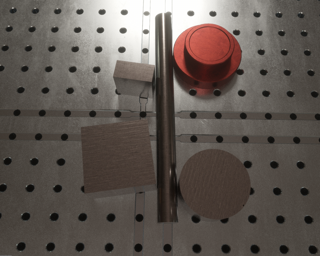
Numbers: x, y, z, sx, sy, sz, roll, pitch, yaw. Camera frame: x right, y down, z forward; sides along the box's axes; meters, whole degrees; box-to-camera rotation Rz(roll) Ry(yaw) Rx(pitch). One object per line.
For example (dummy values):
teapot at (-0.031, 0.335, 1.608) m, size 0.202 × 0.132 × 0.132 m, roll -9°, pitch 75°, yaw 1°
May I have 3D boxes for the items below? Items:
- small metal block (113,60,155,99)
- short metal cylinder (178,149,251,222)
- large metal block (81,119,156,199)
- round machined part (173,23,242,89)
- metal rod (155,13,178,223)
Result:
small metal block at (-0.033, -0.065, 0.422) m, size 0.050 × 0.050 × 0.025 m, roll 8°, pitch 71°, yaw 3°
short metal cylinder at (0.062, 0.070, 0.374) m, size 0.081 × 0.050 × 0.080 m, roll 0°, pitch 70°, yaw 0°
large metal block at (-0.050, 0.039, 0.384) m, size 0.081 × 0.050 × 0.080 m, roll -7°, pitch 70°, yaw -3°
round machined part at (0.068, -0.109, 0.444) m, size 0.099 × 0.042 × 0.098 m, roll 0°, pitch 70°, yaw -1°
metal rod at (0.007, -0.027, 0.421) m, size 0.025 × 0.025 × 0.299 m, roll -1°, pitch 70°, yaw -1°
